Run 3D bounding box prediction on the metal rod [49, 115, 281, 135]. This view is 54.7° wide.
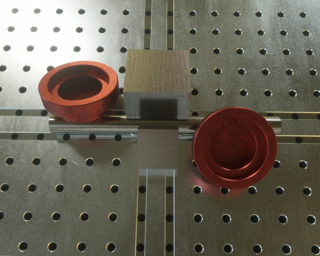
[{"bbox_3d":[0.007,-0.004,0.414,0.302,0.025,0.025,1,70,0],"label":"metal rod"}]

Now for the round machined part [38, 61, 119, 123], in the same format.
[{"bbox_3d":[-0.102,-0.044,0.404,0.099,0.042,0.098,0,44,0],"label":"round machined part"}]

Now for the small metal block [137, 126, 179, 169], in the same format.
[{"bbox_3d":[-0.003,0.024,0.392,0.050,0.025,0.050,1,99,0],"label":"small metal block"}]

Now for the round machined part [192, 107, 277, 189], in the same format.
[{"bbox_3d":[0.088,0.022,0.382,0.099,0.042,0.097,0,95,0],"label":"round machined part"}]

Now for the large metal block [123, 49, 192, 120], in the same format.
[{"bbox_3d":[-0.003,-0.058,0.407,0.081,0.050,0.080,1,52,0],"label":"large metal block"}]
